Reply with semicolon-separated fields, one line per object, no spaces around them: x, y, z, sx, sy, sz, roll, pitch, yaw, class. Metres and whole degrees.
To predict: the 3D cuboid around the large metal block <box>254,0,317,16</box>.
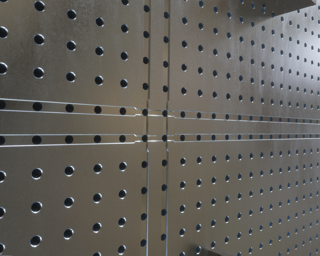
0.231;-0.255;0.570;0.081;0.080;0.050;12;83;-40;large metal block

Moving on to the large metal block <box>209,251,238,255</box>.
0.114;0.248;0.492;0.080;0.050;0.080;27;73;-37;large metal block
